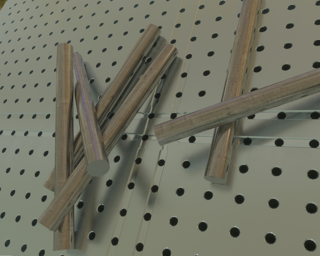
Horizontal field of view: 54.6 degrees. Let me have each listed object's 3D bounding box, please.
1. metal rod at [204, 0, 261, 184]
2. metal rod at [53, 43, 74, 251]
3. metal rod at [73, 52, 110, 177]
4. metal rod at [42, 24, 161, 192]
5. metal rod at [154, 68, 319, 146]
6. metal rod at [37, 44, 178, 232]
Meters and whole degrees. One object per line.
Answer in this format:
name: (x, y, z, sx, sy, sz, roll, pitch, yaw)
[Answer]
metal rod: (0.100, -0.074, 0.401, 0.025, 0.025, 0.300, 3, 63, 29)
metal rod: (-0.134, 0.011, 0.435, 0.025, 0.025, 0.299, -15, 67, 20)
metal rod: (-0.112, -0.041, 0.456, 0.025, 0.025, 0.300, -34, 40, 6)
metal rod: (-0.082, -0.039, 0.476, 0.025, 0.025, 0.300, 19, 72, 35)
metal rod: (0.138, -0.040, 0.338, 0.301, 0.025, 0.025, -19, 54, 8)
metal rod: (-0.058, -0.002, 0.419, 0.025, 0.025, 0.300, 17, 64, 35)
